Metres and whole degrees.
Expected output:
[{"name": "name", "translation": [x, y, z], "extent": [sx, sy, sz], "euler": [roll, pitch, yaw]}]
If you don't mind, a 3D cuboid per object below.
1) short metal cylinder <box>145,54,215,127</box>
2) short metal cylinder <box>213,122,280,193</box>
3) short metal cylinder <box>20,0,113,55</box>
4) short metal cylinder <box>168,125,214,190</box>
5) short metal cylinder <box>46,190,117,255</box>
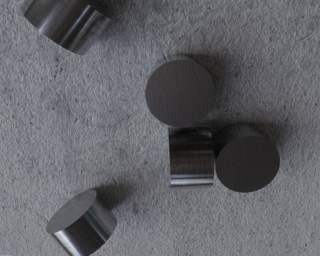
[{"name": "short metal cylinder", "translation": [0.023, -0.047, 0.379], "extent": [0.081, 0.050, 0.079], "euler": [0, 110, 0]}, {"name": "short metal cylinder", "translation": [0.110, 0.038, 0.411], "extent": [0.081, 0.050, 0.079], "euler": [0, 110, 0]}, {"name": "short metal cylinder", "translation": [-0.099, -0.124, 0.334], "extent": [0.080, 0.080, 0.050], "euler": [38, 106, -13]}, {"name": "short metal cylinder", "translation": [0.037, 0.037, 0.394], "extent": [0.050, 0.080, 0.079], "euler": [-3, 110, 1]}, {"name": "short metal cylinder", "translation": [-0.107, 0.132, 0.428], "extent": [0.080, 0.080, 0.050], "euler": [-29, 108, 10]}]
